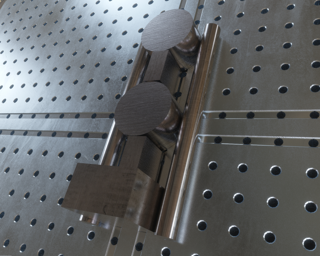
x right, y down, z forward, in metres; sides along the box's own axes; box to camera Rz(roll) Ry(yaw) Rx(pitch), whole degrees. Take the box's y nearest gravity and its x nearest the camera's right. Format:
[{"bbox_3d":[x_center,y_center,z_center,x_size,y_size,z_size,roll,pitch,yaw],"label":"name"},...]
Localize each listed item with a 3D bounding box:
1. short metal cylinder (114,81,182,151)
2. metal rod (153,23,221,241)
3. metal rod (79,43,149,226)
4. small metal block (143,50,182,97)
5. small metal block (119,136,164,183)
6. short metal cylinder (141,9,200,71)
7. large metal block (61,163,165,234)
[{"bbox_3d":[-0.012,-0.014,0.407,0.080,0.050,0.080,-13,56,21],"label":"short metal cylinder"},{"bbox_3d":[0.041,-0.014,0.394,0.025,0.025,0.300,1,62,29],"label":"metal rod"},{"bbox_3d":[-0.052,-0.014,0.443,0.025,0.025,0.300,1,62,29],"label":"metal rod"},{"bbox_3d":[0.005,-0.072,0.432,0.025,0.050,0.050,1,62,29],"label":"small metal block"},{"bbox_3d":[-0.022,0.043,0.377,0.025,0.050,0.050,0,62,28],"label":"small metal block"},{"bbox_3d":[0.019,-0.129,0.461,0.080,0.050,0.080,-13,56,21],"label":"short metal cylinder"},{"bbox_3d":[-0.046,0.080,0.348,0.080,0.080,0.050,1,62,28],"label":"large metal block"}]
